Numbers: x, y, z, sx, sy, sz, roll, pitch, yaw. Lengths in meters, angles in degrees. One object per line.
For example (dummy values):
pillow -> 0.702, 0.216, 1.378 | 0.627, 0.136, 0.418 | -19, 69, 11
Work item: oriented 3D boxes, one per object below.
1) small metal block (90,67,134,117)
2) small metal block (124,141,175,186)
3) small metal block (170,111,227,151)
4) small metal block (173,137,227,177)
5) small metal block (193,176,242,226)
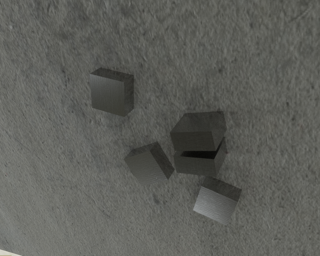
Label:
small metal block -> -0.063, -0.048, 0.409 | 0.050, 0.025, 0.050 | 16, 125, 18
small metal block -> -0.015, 0.052, 0.446 | 0.050, 0.025, 0.050 | -20, 108, 35
small metal block -> 0.047, 0.003, 0.367 | 0.050, 0.050, 0.025 | -2, 117, 29
small metal block -> 0.051, 0.033, 0.383 | 0.050, 0.050, 0.025 | 3, 120, 26
small metal block -> 0.078, 0.099, 0.426 | 0.050, 0.025, 0.050 | 22, 127, 14
